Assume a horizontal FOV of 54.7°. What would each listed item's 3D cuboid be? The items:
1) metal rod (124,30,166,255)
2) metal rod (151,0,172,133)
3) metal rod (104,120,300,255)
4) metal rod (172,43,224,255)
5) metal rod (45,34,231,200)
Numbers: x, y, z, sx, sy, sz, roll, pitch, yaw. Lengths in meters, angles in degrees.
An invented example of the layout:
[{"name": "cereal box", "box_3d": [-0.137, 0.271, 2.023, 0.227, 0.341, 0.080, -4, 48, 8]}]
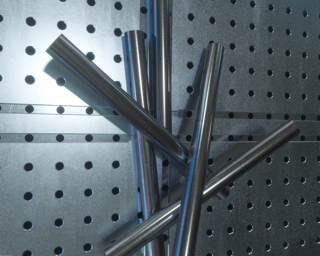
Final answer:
[{"name": "metal rod", "box_3d": [-0.019, 0.025, 0.406, 0.025, 0.025, 0.298, -6, 92, -20]}, {"name": "metal rod", "box_3d": [0.001, -0.140, 0.413, 0.025, 0.025, 0.298, -1, 91, -20]}, {"name": "metal rod", "box_3d": [0.064, 0.077, 0.404, 0.302, 0.025, 0.025, -32, 101, -14]}, {"name": "metal rod", "box_3d": [0.051, 0.023, 0.394, 0.025, 0.025, 0.299, 19, 69, -19]}, {"name": "metal rod", "box_3d": [-0.009, 0.003, 0.382, 0.300, 0.025, 0.025, 42, 77, -26]}]
